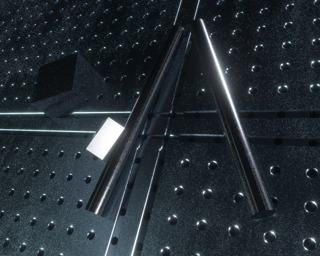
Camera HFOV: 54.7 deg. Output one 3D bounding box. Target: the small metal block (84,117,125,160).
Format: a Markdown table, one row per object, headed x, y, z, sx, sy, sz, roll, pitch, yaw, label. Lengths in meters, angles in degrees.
| x | y | z | sx | sy | sz | roll | pitch | yaw | label |
| --- | --- | --- | --- | --- | --- | --- | --- | --- | --- |
| -0.077 | 0.015 | 0.423 | 0.050 | 0.025 | 0.050 | -56 | 12 | -12 | small metal block |

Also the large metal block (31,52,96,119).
| x | y | z | sx | sy | sz | roll | pitch | yaw | label |
| --- | --- | --- | --- | --- | --- | --- | --- | --- | --- |
| -0.159 | -0.070 | 0.519 | 0.080 | 0.050 | 0.080 | -14 | 56 | 20 | large metal block |

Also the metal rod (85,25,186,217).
| x | y | z | sx | sy | sz | roll | pitch | yaw | label |
| --- | --- | --- | --- | --- | --- | --- | --- | --- | --- |
| -0.027 | -0.024 | 0.436 | 0.025 | 0.025 | 0.300 | 10 | 67 | 32 | metal rod |

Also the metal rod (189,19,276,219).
| x | y | z | sx | sy | sz | roll | pitch | yaw | label |
| --- | --- | --- | --- | --- | --- | --- | --- | --- | --- |
| 0.079 | -0.036 | 0.388 | 0.025 | 0.025 | 0.299 | -21 | 54 | 15 | metal rod |
